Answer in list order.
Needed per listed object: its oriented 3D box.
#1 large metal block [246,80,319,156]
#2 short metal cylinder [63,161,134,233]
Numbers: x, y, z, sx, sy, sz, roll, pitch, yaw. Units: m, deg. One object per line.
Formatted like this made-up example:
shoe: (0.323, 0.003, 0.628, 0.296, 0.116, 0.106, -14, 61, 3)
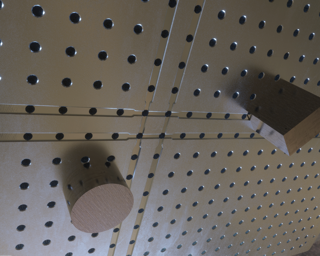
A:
large metal block: (0.196, -0.017, 0.475, 0.080, 0.080, 0.050, -37, 130, -4)
short metal cylinder: (-0.081, 0.090, 0.408, 0.081, 0.050, 0.079, -14, 124, -21)
